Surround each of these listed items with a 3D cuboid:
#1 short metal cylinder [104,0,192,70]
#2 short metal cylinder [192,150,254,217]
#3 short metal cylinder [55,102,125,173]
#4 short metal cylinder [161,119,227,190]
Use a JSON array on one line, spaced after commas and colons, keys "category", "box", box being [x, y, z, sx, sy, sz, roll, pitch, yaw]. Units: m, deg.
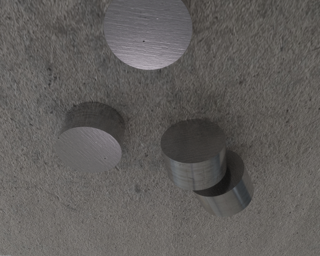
[{"category": "short metal cylinder", "box": [-0.011, -0.104, 0.302, 0.081, 0.050, 0.079, 0, 130, 0]}, {"category": "short metal cylinder", "box": [0.086, 0.077, 0.437, 0.080, 0.080, 0.050, -20, 128, 16]}, {"category": "short metal cylinder", "box": [-0.088, 0.013, 0.401, 0.081, 0.050, 0.079, 0, 130, 0]}, {"category": "short metal cylinder", "box": [0.044, 0.033, 0.399, 0.080, 0.080, 0.050, -7, 130, 6]}]
